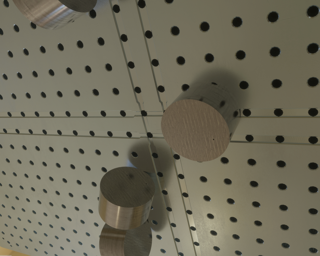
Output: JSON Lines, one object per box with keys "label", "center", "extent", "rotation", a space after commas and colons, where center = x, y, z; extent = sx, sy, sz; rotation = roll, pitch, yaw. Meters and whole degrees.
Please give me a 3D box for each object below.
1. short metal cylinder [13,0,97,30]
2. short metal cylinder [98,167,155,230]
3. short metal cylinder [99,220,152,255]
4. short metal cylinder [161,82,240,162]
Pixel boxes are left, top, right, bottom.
{"label": "short metal cylinder", "center": [-0.116, -0.156, 0.340], "extent": [0.050, 0.080, 0.080], "rotation": [-14, 111, 34]}
{"label": "short metal cylinder", "center": [-0.051, 0.104, 0.467], "extent": [0.080, 0.080, 0.050], "rotation": [22, 127, 14]}
{"label": "short metal cylinder", "center": [-0.056, 0.191, 0.524], "extent": [0.050, 0.080, 0.080], "rotation": [-6, 116, 31]}
{"label": "short metal cylinder", "center": [0.048, -0.008, 0.365], "extent": [0.080, 0.050, 0.079], "rotation": [13, 124, 21]}
